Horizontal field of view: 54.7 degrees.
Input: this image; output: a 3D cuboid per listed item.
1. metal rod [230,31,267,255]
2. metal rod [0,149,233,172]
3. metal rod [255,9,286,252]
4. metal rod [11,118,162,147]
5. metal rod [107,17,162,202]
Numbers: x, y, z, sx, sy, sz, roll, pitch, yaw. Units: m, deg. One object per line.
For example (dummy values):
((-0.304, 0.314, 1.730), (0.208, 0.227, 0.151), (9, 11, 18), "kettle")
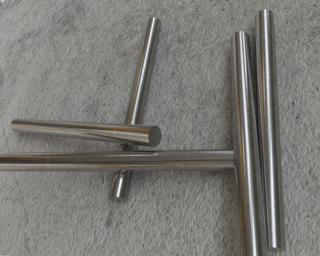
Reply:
((0.092, 0.000, 0.336), (0.025, 0.025, 0.300), (-9, 52, 23), "metal rod")
((-0.061, 0.040, 0.376), (0.301, 0.025, 0.025), (-2, 60, 14), "metal rod")
((0.122, -0.020, 0.352), (0.025, 0.025, 0.300), (-6, 59, 25), "metal rod")
((-0.126, 0.003, 0.448), (0.300, 0.025, 0.025), (3, 63, 36), "metal rod")
((-0.031, -0.044, 0.447), (0.025, 0.025, 0.300), (-5, 59, 25), "metal rod")
